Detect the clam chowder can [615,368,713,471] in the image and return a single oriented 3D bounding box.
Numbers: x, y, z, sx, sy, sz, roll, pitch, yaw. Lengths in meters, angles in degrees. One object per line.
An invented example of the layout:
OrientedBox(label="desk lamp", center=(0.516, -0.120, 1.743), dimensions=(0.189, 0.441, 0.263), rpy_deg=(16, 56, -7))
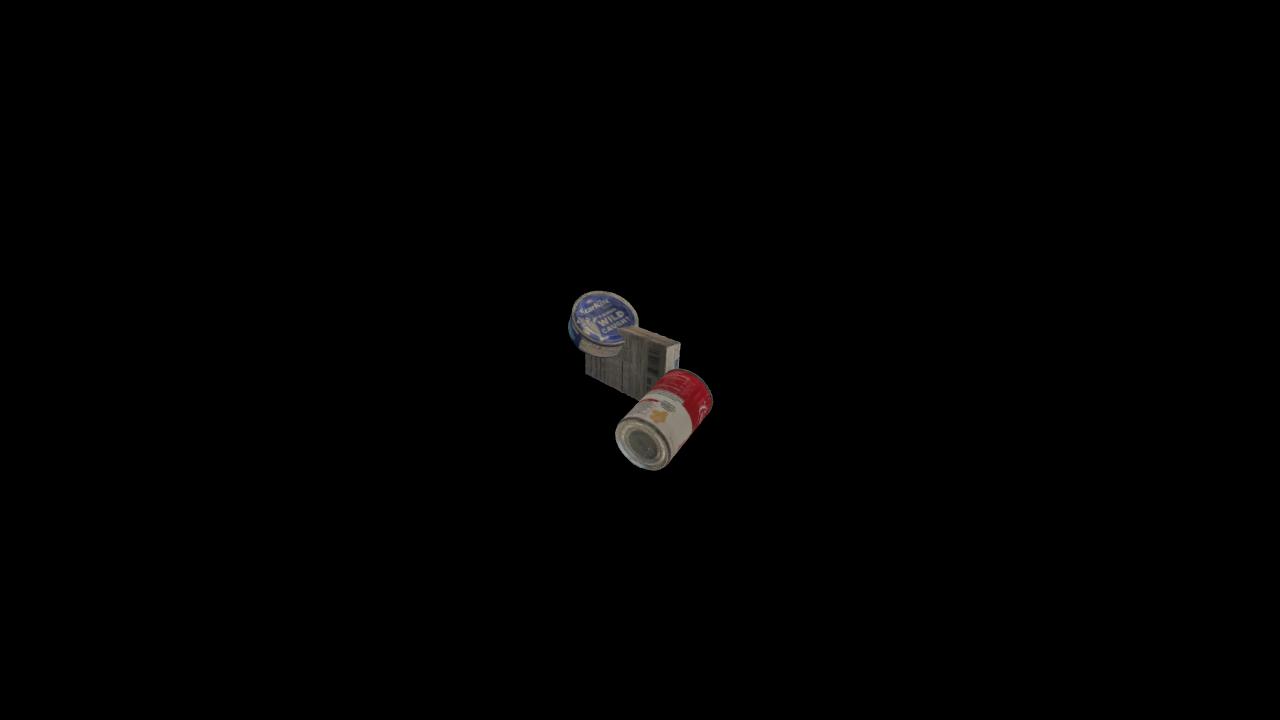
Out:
OrientedBox(label="clam chowder can", center=(0.027, 0.063, 0.664), dimensions=(0.068, 0.068, 0.102), rpy_deg=(0, 29, 37))

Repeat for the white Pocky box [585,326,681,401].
OrientedBox(label="white Pocky box", center=(-0.014, 0.000, 0.760), dimensions=(0.028, 0.084, 0.154), rpy_deg=(-16, 27, -39))

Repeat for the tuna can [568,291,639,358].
OrientedBox(label="tuna can", center=(-0.046, -0.044, 0.763), dimensions=(0.084, 0.084, 0.034), rpy_deg=(0, -34, -19))
